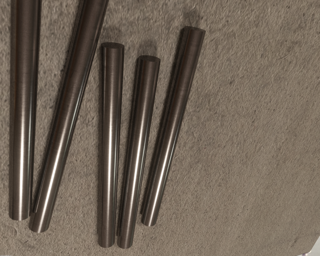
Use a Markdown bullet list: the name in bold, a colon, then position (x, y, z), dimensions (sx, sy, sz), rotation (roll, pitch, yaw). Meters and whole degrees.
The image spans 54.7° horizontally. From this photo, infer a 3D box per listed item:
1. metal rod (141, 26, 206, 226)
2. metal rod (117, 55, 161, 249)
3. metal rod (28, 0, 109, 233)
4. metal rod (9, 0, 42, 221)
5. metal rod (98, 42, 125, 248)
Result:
- **metal rod**: position (0.011, 0.015, 0.424), dimensions (0.025, 0.025, 0.298), rotation (-2, 120, -28)
- **metal rod**: position (-0.034, 0.051, 0.421), dimensions (0.025, 0.025, 0.298), rotation (-5, 121, -26)
- **metal rod**: position (-0.107, -0.004, 0.346), dimensions (0.025, 0.025, 0.298), rotation (7, 115, -32)
- **metal rod**: position (-0.139, -0.027, 0.314), dimensions (0.025, 0.025, 0.298), rotation (-1, 119, -28)
- **metal rod**: position (-0.066, 0.042, 0.398), dimensions (0.025, 0.025, 0.298), rotation (-8, 122, -25)
